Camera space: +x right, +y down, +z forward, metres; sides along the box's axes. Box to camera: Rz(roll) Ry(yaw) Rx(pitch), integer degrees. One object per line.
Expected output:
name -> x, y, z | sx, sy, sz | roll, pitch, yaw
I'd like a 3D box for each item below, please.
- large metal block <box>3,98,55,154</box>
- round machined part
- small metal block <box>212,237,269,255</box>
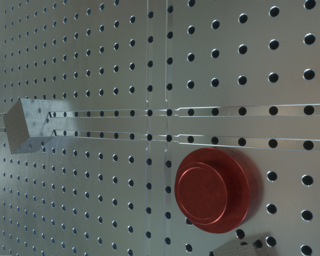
large metal block -> -0.258, -0.002, 0.606 | 0.080, 0.050, 0.080 | -32, 70, 35
round machined part -> 0.056, 0.071, 0.353 | 0.098, 0.042, 0.097 | 0, 90, 40
small metal block -> 0.092, 0.150, 0.334 | 0.050, 0.025, 0.050 | -29, 72, 36
